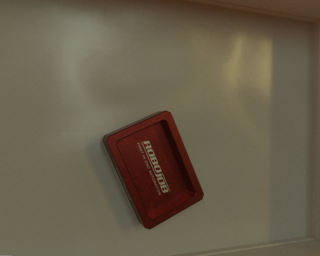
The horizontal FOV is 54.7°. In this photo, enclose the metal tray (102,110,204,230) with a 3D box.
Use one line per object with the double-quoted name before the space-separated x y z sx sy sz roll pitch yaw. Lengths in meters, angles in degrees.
"metal tray" -0.007 0.053 0.406 0.091 0.030 0.129 -25 99 -19
